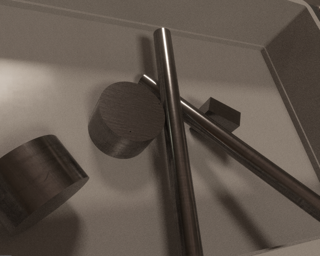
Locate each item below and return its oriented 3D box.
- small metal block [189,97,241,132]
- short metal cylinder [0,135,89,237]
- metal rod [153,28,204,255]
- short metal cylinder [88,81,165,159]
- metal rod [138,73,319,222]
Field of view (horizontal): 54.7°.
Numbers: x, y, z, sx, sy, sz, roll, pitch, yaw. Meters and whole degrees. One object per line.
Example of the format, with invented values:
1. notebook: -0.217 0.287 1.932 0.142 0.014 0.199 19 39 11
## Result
1. small metal block: 0.078 -0.010 0.440 0.050 0.050 0.025 26 51 -13
2. short metal cylinder: -0.112 0.051 0.280 0.081 0.080 0.050 -35 82 -39
3. metal rod: 0.017 -0.002 0.375 0.025 0.025 0.299 7 60 -25
4. short metal cylinder: -0.041 -0.009 0.374 0.081 0.050 0.080 14 56 -21
5. metal rod: 0.091 0.021 0.395 0.300 0.025 0.025 38 49 16
